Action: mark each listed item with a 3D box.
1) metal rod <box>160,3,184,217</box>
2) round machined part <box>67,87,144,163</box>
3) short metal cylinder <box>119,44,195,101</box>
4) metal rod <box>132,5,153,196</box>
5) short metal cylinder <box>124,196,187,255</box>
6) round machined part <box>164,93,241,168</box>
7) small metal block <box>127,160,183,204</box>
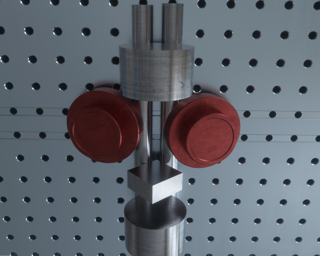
[{"bbox_3d":[0.013,-0.005,0.411,0.025,0.025,0.298,1,110,0],"label":"metal rod"},{"bbox_3d":[-0.074,0.001,0.391,0.098,0.042,0.097,5,111,13],"label":"round machined part"},{"bbox_3d":[-0.003,-0.064,0.337,0.081,0.080,0.050,1,110,-1],"label":"short metal cylinder"},{"bbox_3d":[-0.022,-0.003,0.411,0.025,0.025,0.298,1,110,0],"label":"metal rod"},{"bbox_3d":[-0.006,0.128,0.408,0.081,0.080,0.050,1,110,-1],"label":"short metal cylinder"},{"bbox_3d":[0.058,0.008,0.393,0.099,0.042,0.097,-6,111,-14],"label":"round machined part"},{"bbox_3d":[-0.007,0.067,0.400,0.050,0.050,0.025,-16,116,-39],"label":"small metal block"}]
